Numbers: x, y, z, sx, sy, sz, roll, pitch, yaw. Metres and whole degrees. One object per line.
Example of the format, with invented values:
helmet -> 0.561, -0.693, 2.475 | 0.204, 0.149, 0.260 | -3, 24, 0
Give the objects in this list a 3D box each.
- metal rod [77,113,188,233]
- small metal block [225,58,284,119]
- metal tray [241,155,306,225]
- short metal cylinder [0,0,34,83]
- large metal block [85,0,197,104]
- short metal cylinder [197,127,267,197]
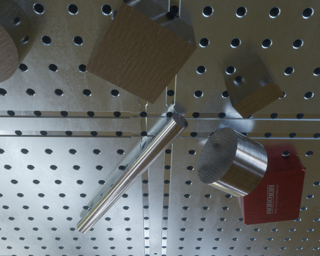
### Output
metal rod -> -0.057, 0.085, 0.482 | 0.025, 0.025, 0.298 | 27, 125, -21
small metal block -> 0.107, -0.046, 0.357 | 0.050, 0.050, 0.025 | -34, 122, 25
metal tray -> 0.177, 0.103, 0.498 | 0.090, 0.030, 0.129 | -9, 130, 7
short metal cylinder -> -0.177, -0.092, 0.315 | 0.081, 0.050, 0.079 | 0, 130, 0
large metal block -> -0.020, -0.084, 0.323 | 0.080, 0.050, 0.080 | 26, 125, -21
short metal cylinder -> 0.095, 0.045, 0.415 | 0.050, 0.080, 0.080 | 26, 125, -21
